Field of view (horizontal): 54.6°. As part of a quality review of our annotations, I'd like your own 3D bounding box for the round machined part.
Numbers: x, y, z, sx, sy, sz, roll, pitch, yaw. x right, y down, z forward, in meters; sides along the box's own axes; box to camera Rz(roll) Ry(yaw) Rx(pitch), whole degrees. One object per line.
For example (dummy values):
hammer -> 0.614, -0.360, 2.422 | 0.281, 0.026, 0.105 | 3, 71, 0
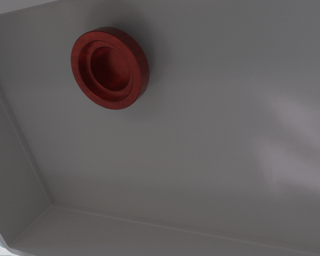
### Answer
round machined part -> -0.056, -0.075, 0.382 | 0.098, 0.042, 0.097 | 13, 124, 21
